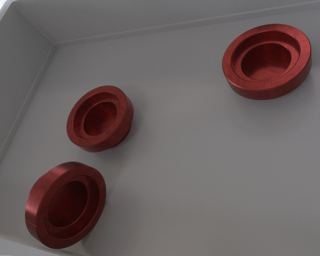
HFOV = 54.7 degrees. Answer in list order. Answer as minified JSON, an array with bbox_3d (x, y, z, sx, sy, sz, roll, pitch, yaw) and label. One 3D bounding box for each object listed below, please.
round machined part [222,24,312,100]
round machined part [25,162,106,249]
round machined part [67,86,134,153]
[{"bbox_3d":[0.129,-0.074,0.373,0.098,0.042,0.098,-13,56,21],"label":"round machined part"},{"bbox_3d":[-0.114,0.086,0.366,0.042,0.098,0.098,15,69,34],"label":"round machined part"},{"bbox_3d":[-0.080,-0.009,0.443,0.098,0.042,0.098,-13,56,21],"label":"round machined part"}]
